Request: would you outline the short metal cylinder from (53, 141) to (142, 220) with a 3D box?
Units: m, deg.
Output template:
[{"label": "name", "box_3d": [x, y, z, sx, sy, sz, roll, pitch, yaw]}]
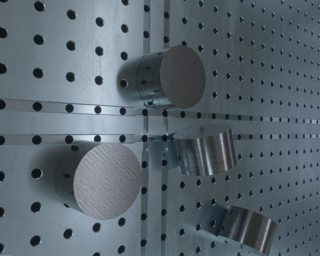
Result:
[{"label": "short metal cylinder", "box_3d": [-0.067, 0.054, 0.338, 0.081, 0.050, 0.079, 0, 90, -40]}]

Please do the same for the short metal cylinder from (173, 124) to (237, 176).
[{"label": "short metal cylinder", "box_3d": [0.062, 0.028, 0.428, 0.081, 0.080, 0.050, -19, 103, -39]}]

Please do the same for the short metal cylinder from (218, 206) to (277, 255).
[{"label": "short metal cylinder", "box_3d": [0.139, 0.164, 0.493, 0.080, 0.080, 0.050, 38, 67, -34]}]

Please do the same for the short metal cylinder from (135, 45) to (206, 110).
[{"label": "short metal cylinder", "box_3d": [0.014, -0.064, 0.407, 0.081, 0.050, 0.079, 0, 90, -40]}]
